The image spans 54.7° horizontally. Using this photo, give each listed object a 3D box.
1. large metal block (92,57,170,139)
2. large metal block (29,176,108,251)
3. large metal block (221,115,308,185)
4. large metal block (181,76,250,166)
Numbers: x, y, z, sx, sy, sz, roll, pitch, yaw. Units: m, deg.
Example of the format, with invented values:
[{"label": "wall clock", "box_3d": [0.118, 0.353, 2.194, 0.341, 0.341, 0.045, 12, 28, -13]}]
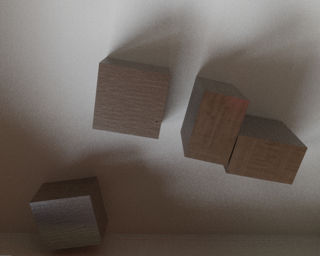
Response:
[{"label": "large metal block", "box_3d": [-0.035, -0.038, 0.383, 0.081, 0.050, 0.079, 9, 110, -4]}, {"label": "large metal block", "box_3d": [-0.126, 0.121, 0.441, 0.080, 0.050, 0.079, -8, 110, 3]}, {"label": "large metal block", "box_3d": [0.121, 0.022, 0.390, 0.081, 0.080, 0.050, 11, 112, -4]}, {"label": "large metal block", "box_3d": [0.062, -0.012, 0.378, 0.050, 0.080, 0.079, 13, 110, -5]}]
